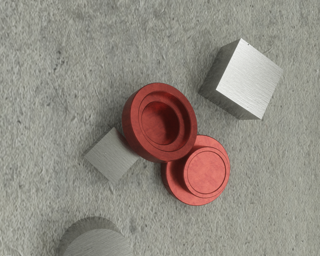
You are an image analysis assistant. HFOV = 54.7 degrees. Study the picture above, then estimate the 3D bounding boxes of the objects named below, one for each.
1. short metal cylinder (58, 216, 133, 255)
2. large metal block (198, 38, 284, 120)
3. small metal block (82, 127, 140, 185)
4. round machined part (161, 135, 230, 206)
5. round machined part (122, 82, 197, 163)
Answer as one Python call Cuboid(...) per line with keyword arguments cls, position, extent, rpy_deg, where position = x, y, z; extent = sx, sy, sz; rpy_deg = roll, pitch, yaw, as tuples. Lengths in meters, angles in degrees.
Cuboid(cls="short metal cylinder", position=(-0.078, 0.152, 0.368), extent=(0.081, 0.050, 0.079), rpy_deg=(0, 90, -21))
Cuboid(cls="large metal block", position=(0.114, -0.066, 0.439), extent=(0.080, 0.050, 0.080), rpy_deg=(30, 80, -18))
Cuboid(cls="small metal block", position=(-0.060, 0.034, 0.388), extent=(0.050, 0.025, 0.050), rpy_deg=(-47, 105, -14))
Cuboid(cls="round machined part", position=(0.054, 0.058, 0.421), extent=(0.099, 0.042, 0.097), rpy_deg=(0, 90, -21))
Cuboid(cls="round machined part", position=(-0.004, -0.004, 0.389), extent=(0.099, 0.042, 0.098), rpy_deg=(11, 71, -32))
